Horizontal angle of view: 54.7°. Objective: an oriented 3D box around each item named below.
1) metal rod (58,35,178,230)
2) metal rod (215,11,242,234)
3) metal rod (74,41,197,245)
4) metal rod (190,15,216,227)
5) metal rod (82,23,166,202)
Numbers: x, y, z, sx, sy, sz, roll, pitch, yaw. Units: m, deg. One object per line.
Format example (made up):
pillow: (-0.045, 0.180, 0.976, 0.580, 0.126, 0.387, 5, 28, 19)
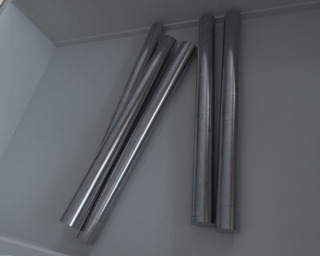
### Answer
metal rod: (-0.045, -0.011, 0.417, 0.025, 0.025, 0.300, 10, 61, 32)
metal rod: (0.086, -0.028, 0.377, 0.025, 0.025, 0.299, -6, 59, 25)
metal rod: (-0.024, 0.007, 0.412, 0.025, 0.025, 0.300, 16, 70, 34)
metal rod: (0.057, -0.030, 0.393, 0.025, 0.025, 0.299, -8, 58, 24)
metal rod: (-0.050, -0.031, 0.449, 0.025, 0.025, 0.300, 7, 65, 31)
